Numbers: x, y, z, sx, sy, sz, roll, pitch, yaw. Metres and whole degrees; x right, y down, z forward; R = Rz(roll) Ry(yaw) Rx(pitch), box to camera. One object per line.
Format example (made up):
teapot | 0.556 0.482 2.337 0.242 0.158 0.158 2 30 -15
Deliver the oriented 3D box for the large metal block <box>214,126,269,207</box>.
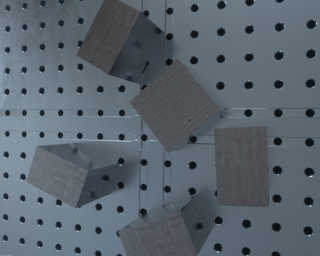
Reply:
large metal block | 0.095 0.039 0.350 0.050 0.080 0.079 -3 89 20

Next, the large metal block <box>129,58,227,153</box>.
large metal block | 0.024 -0.026 0.390 0.080 0.050 0.080 -41 78 15

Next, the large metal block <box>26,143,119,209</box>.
large metal block | -0.116 0.060 0.423 0.080 0.080 0.050 22 97 18

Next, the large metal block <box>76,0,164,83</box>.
large metal block | -0.048 -0.110 0.399 0.050 0.080 0.080 33 101 17

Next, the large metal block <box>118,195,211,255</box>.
large metal block | 0.009 0.126 0.379 0.080 0.080 0.050 -24 82 18
